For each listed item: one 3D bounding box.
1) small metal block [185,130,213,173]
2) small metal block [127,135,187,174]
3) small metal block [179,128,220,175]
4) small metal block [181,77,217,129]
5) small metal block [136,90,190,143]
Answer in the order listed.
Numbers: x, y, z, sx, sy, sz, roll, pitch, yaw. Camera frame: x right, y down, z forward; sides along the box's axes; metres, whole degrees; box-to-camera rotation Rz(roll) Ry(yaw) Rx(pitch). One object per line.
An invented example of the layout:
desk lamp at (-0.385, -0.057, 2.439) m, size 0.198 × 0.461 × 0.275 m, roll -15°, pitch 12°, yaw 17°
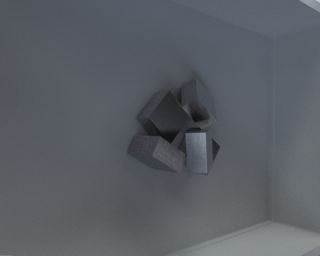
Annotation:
small metal block at (0.052, 0.029, 0.403) m, size 0.050 × 0.025 × 0.050 m, roll -11°, pitch 98°, yaw -72°
small metal block at (-0.004, 0.032, 0.386) m, size 0.050 × 0.050 × 0.025 m, roll 36°, pitch 68°, yaw -35°
small metal block at (0.056, 0.034, 0.454) m, size 0.050 × 0.025 × 0.050 m, roll 43°, pitch 64°, yaw -32°
small metal block at (0.055, -0.035, 0.438) m, size 0.050 × 0.025 × 0.050 m, roll 45°, pitch 30°, yaw -31°
small metal block at (0.005, -0.014, 0.410) m, size 0.050 × 0.025 × 0.050 m, roll 51°, pitch 60°, yaw -28°
